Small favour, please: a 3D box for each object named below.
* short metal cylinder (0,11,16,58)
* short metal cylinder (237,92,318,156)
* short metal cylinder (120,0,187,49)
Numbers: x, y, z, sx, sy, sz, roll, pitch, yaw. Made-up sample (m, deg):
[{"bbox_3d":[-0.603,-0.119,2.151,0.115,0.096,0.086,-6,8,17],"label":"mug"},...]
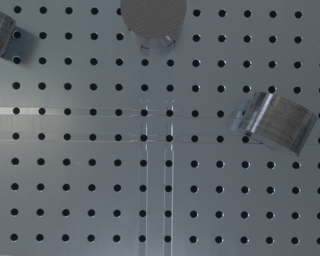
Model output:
[{"bbox_3d":[-0.229,-0.126,0.384,0.080,0.080,0.050,20,90,0],"label":"short metal cylinder"},{"bbox_3d":[0.145,-0.004,0.387,0.080,0.080,0.050,26,90,0],"label":"short metal cylinder"},{"bbox_3d":[-0.008,-0.148,0.401,0.081,0.050,0.079,0,90,0],"label":"short metal cylinder"}]
